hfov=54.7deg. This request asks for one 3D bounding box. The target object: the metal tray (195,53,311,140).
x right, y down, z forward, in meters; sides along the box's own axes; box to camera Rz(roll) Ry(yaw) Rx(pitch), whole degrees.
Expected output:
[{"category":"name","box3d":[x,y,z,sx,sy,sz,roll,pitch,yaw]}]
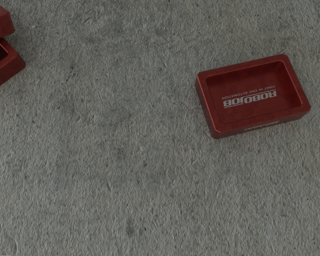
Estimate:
[{"category":"metal tray","box3d":[0.123,-0.044,0.422,0.131,0.030,0.090,-13,71,-5]}]

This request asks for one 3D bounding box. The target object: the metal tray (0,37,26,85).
[{"category":"metal tray","box3d":[-0.271,-0.110,0.443,0.090,0.030,0.130,-43,76,-14]}]

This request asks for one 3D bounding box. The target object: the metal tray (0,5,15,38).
[{"category":"metal tray","box3d":[-0.281,-0.159,0.434,0.130,0.030,0.091,38,56,25]}]
